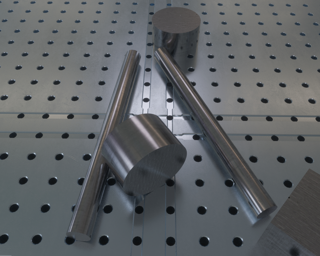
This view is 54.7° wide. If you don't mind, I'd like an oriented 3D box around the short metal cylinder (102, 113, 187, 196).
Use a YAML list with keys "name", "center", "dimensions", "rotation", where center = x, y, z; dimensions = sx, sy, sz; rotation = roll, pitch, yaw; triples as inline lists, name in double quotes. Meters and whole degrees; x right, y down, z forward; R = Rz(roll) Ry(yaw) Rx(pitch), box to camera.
- name: "short metal cylinder"
  center: [-0.017, 0.030, 0.346]
  dimensions: [0.081, 0.080, 0.050]
  rotation: [-26, 55, -20]

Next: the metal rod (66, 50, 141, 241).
- name: "metal rod"
  center: [-0.063, -0.004, 0.409]
  dimensions: [0.025, 0.025, 0.300]
  rotation: [6, 50, 5]

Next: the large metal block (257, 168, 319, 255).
- name: "large metal block"
  center: [0.159, 0.101, 0.307]
  dimensions: [0.080, 0.050, 0.080]
  rotation: [35, 58, 26]

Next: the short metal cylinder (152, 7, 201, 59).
- name: "short metal cylinder"
  center: [0.027, -0.163, 0.528]
  dimensions: [0.081, 0.050, 0.080]
  rotation: [0, 50, 0]

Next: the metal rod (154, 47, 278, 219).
- name: "metal rod"
  center: [0.058, -0.016, 0.421]
  dimensions: [0.025, 0.025, 0.300]
  rotation: [-17, 52, -14]
